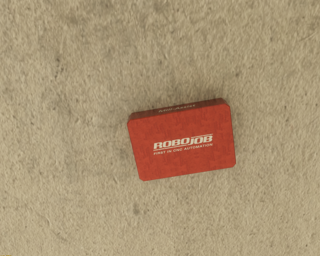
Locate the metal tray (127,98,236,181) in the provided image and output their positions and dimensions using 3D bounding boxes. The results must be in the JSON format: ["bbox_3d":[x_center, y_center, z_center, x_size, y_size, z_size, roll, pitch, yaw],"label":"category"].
[{"bbox_3d":[0.030,0.016,0.413,0.131,0.030,0.090,-10,110,3],"label":"metal tray"}]
